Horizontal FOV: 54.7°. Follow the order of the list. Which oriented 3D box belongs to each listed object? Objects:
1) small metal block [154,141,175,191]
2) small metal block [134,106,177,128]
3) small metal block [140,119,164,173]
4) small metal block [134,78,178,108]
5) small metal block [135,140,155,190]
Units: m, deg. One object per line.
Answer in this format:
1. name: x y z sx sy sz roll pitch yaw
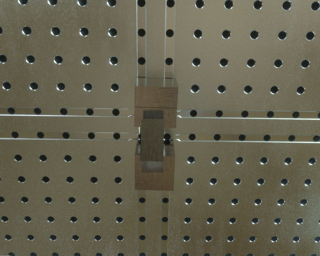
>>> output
1. small metal block: 0.006 0.049 0.417 0.025 0.050 0.050 1 110 -1
2. small metal block: -0.006 -0.021 0.392 0.050 0.050 0.025 2 110 -1
3. small metal block: -0.008 0.022 0.364 0.025 0.050 0.050 1 68 0
4. small metal block: -0.005 -0.044 0.383 0.050 0.050 0.025 2 110 -1
5. small metal block: -0.020 0.049 0.418 0.025 0.050 0.050 1 110 -1
